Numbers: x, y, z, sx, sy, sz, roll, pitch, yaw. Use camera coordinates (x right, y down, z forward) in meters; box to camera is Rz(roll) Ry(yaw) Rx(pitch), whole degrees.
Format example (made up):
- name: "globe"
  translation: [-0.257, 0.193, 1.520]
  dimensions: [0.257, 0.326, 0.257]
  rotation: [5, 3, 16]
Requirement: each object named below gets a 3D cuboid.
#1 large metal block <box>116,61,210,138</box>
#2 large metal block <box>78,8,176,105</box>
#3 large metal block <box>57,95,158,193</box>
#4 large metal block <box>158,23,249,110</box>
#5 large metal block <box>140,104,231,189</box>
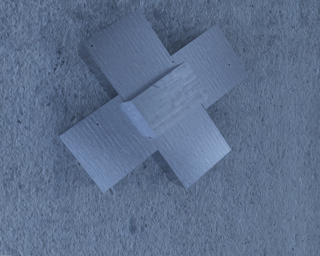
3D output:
- name: "large metal block"
  translation: [0.000, -0.033, 0.382]
  dimensions: [0.080, 0.080, 0.050]
  rotation: [-38, 103, -16]
- name: "large metal block"
  translation: [-0.041, -0.085, 0.382]
  dimensions: [0.080, 0.050, 0.080]
  rotation: [-38, 103, -16]
- name: "large metal block"
  translation: [-0.064, 0.017, 0.373]
  dimensions: [0.080, 0.050, 0.080]
  rotation: [-38, 103, -16]
- name: "large metal block"
  translation: [0.057, -0.079, 0.418]
  dimensions: [0.080, 0.050, 0.080]
  rotation: [-38, 103, -16]
- name: "large metal block"
  translation: [0.032, 0.020, 0.409]
  dimensions: [0.080, 0.050, 0.080]
  rotation: [-38, 103, -16]
